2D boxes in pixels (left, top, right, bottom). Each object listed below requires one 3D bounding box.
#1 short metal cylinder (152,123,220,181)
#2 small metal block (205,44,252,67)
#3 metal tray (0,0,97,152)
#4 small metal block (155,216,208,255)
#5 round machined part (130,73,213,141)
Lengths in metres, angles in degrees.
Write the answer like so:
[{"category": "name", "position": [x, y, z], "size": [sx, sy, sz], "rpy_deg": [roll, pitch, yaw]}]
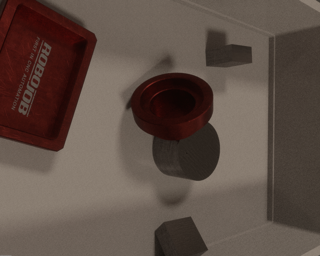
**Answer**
[{"category": "short metal cylinder", "position": [0.037, 0.029, 0.423], "size": [0.081, 0.050, 0.079], "rpy_deg": [0, 91, -40]}, {"category": "small metal block", "position": [0.107, -0.111, 0.483], "size": [0.050, 0.050, 0.025], "rpy_deg": [-7, 95, -40]}, {"category": "metal tray", "position": [-0.123, -0.051, 0.300], "size": [0.090, 0.030, 0.129], "rpy_deg": [23, 75, -38]}, {"category": "small metal block", "position": [0.028, 0.151, 0.415], "size": [0.050, 0.025, 0.050], "rpy_deg": [3, 46, -40]}, {"category": "round machined part", "position": [0.016, -0.023, 0.382], "size": [0.098, 0.098, 0.042], "rpy_deg": [-45, 145, -31]}]
